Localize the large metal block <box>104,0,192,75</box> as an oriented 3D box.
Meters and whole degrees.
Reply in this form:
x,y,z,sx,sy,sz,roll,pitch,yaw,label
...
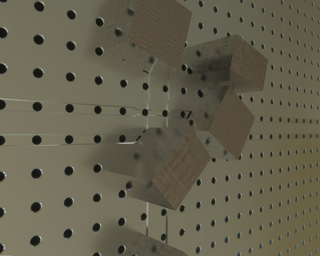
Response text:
x,y,z,sx,sy,sz,roll,pitch,yaw,label
-0.013,-0.121,0.384,0.080,0.050,0.080,21,77,-38,large metal block

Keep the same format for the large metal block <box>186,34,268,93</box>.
x,y,z,sx,sy,sz,roll,pitch,yaw,label
0.100,-0.089,0.459,0.080,0.080,0.050,21,77,-38,large metal block

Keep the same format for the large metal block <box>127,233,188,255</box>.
x,y,z,sx,sy,sz,roll,pitch,yaw,label
0.011,0.184,0.385,0.080,0.080,0.050,50,61,-29,large metal block

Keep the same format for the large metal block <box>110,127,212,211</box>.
x,y,z,sx,sy,sz,roll,pitch,yaw,label
0.001,0.045,0.376,0.080,0.080,0.050,-50,120,-28,large metal block

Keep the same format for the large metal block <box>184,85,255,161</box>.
x,y,z,sx,sy,sz,roll,pitch,yaw,label
0.092,-0.006,0.473,0.080,0.050,0.080,42,64,-32,large metal block
